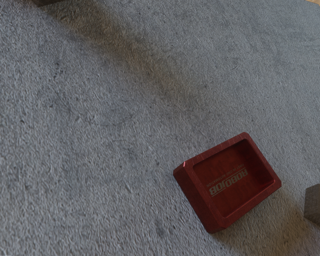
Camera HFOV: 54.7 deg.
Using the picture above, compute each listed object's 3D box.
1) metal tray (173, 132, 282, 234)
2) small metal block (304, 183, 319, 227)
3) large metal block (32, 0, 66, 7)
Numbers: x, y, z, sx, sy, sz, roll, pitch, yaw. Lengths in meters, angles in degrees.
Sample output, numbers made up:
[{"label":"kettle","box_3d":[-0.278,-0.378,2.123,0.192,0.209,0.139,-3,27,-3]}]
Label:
[{"label":"metal tray","box_3d":[0.092,0.067,0.409,0.131,0.030,0.090,-21,73,-36]},{"label":"small metal block","box_3d":[0.246,0.120,0.463,0.050,0.025,0.050,32,51,-7]},{"label":"large metal block","box_3d":[-0.144,-0.224,0.427,0.050,0.080,0.080,49,51,6]}]
